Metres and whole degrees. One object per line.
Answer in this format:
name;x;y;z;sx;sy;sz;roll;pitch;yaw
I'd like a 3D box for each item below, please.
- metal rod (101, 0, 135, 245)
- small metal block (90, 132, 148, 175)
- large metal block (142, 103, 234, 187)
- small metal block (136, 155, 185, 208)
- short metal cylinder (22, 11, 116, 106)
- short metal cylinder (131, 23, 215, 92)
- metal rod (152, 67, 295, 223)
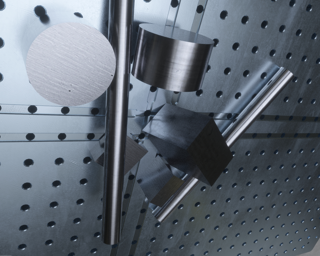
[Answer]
metal rod;-0.051;0.005;0.357;0.025;0.025;0.298;-4;112;-26
small metal block;-0.053;0.030;0.401;0.050;0.025;0.050;-46;129;4
large metal block;0.037;0.020;0.401;0.050;0.080;0.080;-50;131;-17
small metal block;0.000;0.075;0.441;0.050;0.050;0.025;-50;129;7
short metal cylinder;-0.090;-0.068;0.304;0.081;0.050;0.079;-14;124;-21
short metal cylinder;0.013;-0.077;0.334;0.081;0.080;0.050;-1;119;-28
metal rod;0.094;0.030;0.480;0.299;0.025;0.025;-49;129;7
